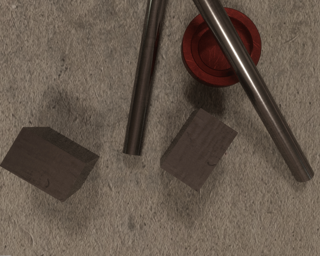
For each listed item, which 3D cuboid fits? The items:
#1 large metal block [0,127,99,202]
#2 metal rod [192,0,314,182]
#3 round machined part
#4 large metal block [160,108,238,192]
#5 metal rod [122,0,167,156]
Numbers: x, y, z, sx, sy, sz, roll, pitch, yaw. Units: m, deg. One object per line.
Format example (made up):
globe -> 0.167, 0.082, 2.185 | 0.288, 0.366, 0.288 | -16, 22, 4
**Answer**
large metal block -> -0.129, 0.040, 0.381 | 0.080, 0.080, 0.050 | 30, 90, -1
metal rod -> 0.111, -0.054, 0.372 | 0.025, 0.025, 0.299 | -35, 106, 0
round machined part -> 0.076, -0.101, 0.402 | 0.099, 0.042, 0.097 | 0, 90, -1
large metal block -> 0.044, 0.024, 0.383 | 0.050, 0.080, 0.080 | 34, 90, -1
metal rod -> -0.013, -0.113, 0.409 | 0.025, 0.025, 0.298 | 9, 90, -1
